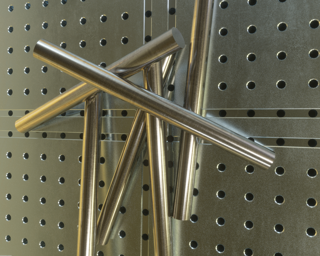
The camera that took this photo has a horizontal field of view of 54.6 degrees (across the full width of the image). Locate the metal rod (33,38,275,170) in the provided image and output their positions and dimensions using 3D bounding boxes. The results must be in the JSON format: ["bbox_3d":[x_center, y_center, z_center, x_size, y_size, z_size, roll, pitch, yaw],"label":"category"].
[{"bbox_3d":[-0.006,-0.027,0.365,0.301,0.025,0.025,26,99,-1],"label":"metal rod"}]

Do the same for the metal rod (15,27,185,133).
[{"bbox_3d":[-0.099,-0.051,0.414,0.300,0.025,0.025,-22,83,31],"label":"metal rod"}]

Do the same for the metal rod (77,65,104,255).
[{"bbox_3d":[-0.097,0.061,0.431,0.025,0.025,0.299,-1,84,20],"label":"metal rod"}]

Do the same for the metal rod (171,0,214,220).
[{"bbox_3d":[0.043,-0.033,0.397,0.025,0.025,0.298,7,92,20],"label":"metal rod"}]

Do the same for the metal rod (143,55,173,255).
[{"bbox_3d":[-0.002,0.057,0.398,0.025,0.025,0.298,-2,95,20],"label":"metal rod"}]

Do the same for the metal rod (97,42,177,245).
[{"bbox_3d":[-0.035,0.021,0.425,0.025,0.025,0.299,23,97,18],"label":"metal rod"}]
